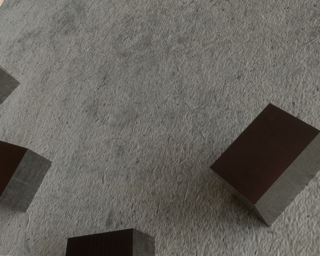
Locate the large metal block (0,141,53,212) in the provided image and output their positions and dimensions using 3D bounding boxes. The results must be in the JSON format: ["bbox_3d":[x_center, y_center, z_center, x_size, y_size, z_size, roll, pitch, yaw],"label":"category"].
[{"bbox_3d":[-0.223,0.070,0.463,0.080,0.050,0.080,10,66,32],"label":"large metal block"}]

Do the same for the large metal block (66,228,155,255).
[{"bbox_3d":[-0.052,0.155,0.320,0.080,0.050,0.080,-15,56,20],"label":"large metal block"}]

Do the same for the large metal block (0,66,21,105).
[{"bbox_3d":[-0.343,-0.089,0.623,0.080,0.050,0.080,34,81,38],"label":"large metal block"}]

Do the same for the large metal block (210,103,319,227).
[{"bbox_3d":[0.103,0.037,0.291,0.080,0.080,0.050,-46,51,-4],"label":"large metal block"}]
